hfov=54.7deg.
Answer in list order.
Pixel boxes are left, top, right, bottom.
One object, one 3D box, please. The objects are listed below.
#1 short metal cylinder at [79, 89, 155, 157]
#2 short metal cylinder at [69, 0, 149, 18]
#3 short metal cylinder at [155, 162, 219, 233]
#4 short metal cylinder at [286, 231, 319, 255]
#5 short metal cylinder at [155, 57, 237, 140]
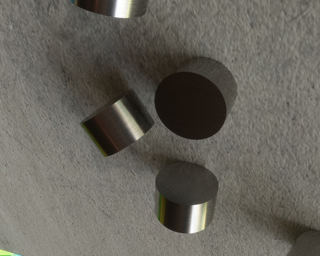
[{"bbox_3d":[-0.054,-0.007,0.394,0.080,0.080,0.050,-24,106,36],"label":"short metal cylinder"},{"bbox_3d":[-0.048,-0.148,0.304,0.080,0.080,0.050,25,127,12],"label":"short metal cylinder"},{"bbox_3d":[0.034,0.090,0.408,0.080,0.080,0.050,15,124,19],"label":"short metal cylinder"},{"bbox_3d":[0.195,0.175,0.376,0.080,0.080,0.050,21,126,15],"label":"short metal cylinder"},{"bbox_3d":[0.041,-0.034,0.347,0.080,0.050,0.079,13,124,20],"label":"short metal cylinder"}]
